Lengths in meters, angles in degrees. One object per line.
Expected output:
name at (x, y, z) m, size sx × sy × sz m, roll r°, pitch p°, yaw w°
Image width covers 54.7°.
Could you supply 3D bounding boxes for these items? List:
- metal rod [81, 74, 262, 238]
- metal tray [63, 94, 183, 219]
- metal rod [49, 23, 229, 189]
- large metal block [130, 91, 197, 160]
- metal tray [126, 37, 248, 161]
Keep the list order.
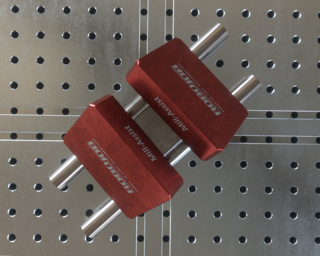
metal rod at (0.016, 0.037, 0.414) m, size 0.300 × 0.025 × 0.025 m, roll -42°, pitch 91°, yaw -1°
metal tray at (-0.046, 0.037, 0.359) m, size 0.130 × 0.030 × 0.090 m, roll 50°, pitch 133°, yaw -1°
metal rod at (-0.027, -0.030, 0.413) m, size 0.300 × 0.025 × 0.025 m, roll -43°, pitch 91°, yaw -1°
large metal block at (0.001, -0.002, 0.385) m, size 0.080 × 0.080 × 0.050 m, roll -42°, pitch 91°, yaw 0°
metal tray at (0.035, -0.037, 0.359) m, size 0.130 × 0.030 × 0.090 m, roll 47°, pitch 46°, yaw 0°
